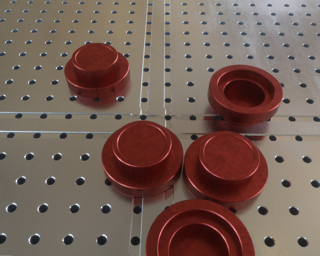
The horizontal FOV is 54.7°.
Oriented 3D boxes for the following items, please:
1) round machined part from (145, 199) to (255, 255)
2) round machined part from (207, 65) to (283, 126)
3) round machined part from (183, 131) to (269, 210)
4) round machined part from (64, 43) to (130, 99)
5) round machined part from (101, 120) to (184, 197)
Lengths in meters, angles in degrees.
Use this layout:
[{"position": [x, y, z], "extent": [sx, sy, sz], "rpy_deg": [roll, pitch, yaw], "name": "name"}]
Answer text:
[{"position": [0.036, 0.122, 0.295], "extent": [0.099, 0.042, 0.098], "rpy_deg": [0, 50, 0], "name": "round machined part"}, {"position": [0.116, -0.042, 0.433], "extent": [0.099, 0.042, 0.098], "rpy_deg": [0, 50, 0], "name": "round machined part"}, {"position": [0.077, 0.042, 0.362], "extent": [0.099, 0.042, 0.098], "rpy_deg": [1, 50, 0], "name": "round machined part"}, {"position": [-0.097, -0.093, 0.474], "extent": [0.099, 0.042, 0.098], "rpy_deg": [0, 50, 0], "name": "round machined part"}, {"position": [-0.021, 0.029, 0.372], "extent": [0.099, 0.042, 0.098], "rpy_deg": [0, 50, 0], "name": "round machined part"}]
